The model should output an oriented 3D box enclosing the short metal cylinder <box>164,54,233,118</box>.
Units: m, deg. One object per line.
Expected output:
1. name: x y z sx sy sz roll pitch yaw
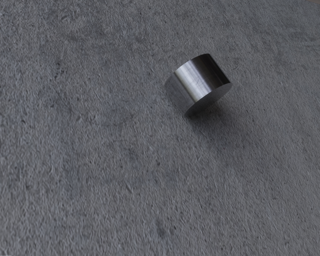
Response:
1. short metal cylinder: 0.053 -0.057 0.431 0.081 0.080 0.050 -24 75 -36
